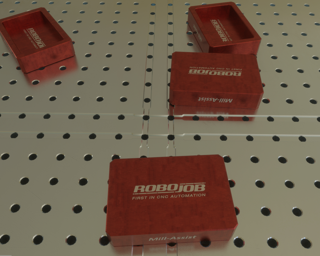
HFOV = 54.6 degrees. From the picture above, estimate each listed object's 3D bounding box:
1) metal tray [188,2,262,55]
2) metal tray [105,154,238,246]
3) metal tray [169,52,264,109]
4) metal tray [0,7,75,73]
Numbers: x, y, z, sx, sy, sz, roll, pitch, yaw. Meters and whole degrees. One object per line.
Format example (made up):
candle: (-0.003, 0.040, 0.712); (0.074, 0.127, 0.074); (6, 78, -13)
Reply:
metal tray: (0.110, -0.175, 0.552); (0.091, 0.030, 0.130); (-10, 51, -8)
metal tray: (0.010, 0.076, 0.340); (0.131, 0.030, 0.090); (-2, 50, -2)
metal tray: (0.081, -0.074, 0.467); (0.131, 0.030, 0.090); (3, 50, 2)
metal tray: (-0.216, -0.155, 0.533); (0.091, 0.030, 0.130); (-27, 55, -21)
